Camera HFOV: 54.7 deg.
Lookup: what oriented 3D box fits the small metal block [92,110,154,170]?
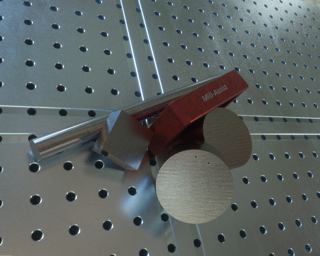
[{"bbox_3d":[-0.041,0.015,0.356,0.050,0.025,0.050,36,65,-29],"label":"small metal block"}]

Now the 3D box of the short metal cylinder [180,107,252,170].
[{"bbox_3d":[0.074,0.019,0.409,0.081,0.050,0.080,13,64,-28],"label":"short metal cylinder"}]

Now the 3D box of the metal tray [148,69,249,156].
[{"bbox_3d":[0.046,-0.021,0.399,0.131,0.090,0.030,-30,79,-38],"label":"metal tray"}]

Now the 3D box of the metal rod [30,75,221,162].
[{"bbox_3d":[-0.017,-0.025,0.409,0.302,0.025,0.025,-24,75,-36],"label":"metal rod"}]

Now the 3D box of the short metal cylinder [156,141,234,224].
[{"bbox_3d":[0.038,0.058,0.345,0.080,0.080,0.050,40,9,-1],"label":"short metal cylinder"}]
